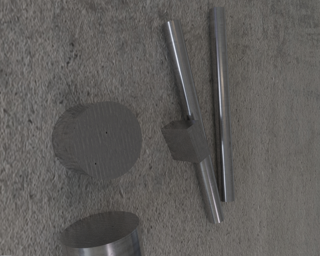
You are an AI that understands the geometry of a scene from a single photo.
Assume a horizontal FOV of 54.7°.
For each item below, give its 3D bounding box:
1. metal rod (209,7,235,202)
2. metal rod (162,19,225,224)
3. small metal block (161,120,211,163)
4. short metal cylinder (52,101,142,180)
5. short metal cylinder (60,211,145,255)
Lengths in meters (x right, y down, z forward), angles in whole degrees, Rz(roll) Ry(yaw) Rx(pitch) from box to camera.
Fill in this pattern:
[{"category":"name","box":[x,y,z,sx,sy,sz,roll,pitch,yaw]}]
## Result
[{"category":"metal rod","box":[0.098,-0.034,0.485,0.025,0.025,0.298,-6,94,-40]},{"category":"metal rod","box":[0.051,-0.001,0.446,0.025,0.025,0.298,-24,105,-38]},{"category":"small metal block","box":[0.035,0.017,0.417,0.025,0.050,0.050,-35,112,-35]},{"category":"short metal cylinder","box":[-0.067,0.012,0.333,0.081,0.050,0.080,0,90,-40]},{"category":"short metal cylinder","box":[-0.057,0.127,0.321,0.081,0.080,0.050,-14,100,-39]}]
